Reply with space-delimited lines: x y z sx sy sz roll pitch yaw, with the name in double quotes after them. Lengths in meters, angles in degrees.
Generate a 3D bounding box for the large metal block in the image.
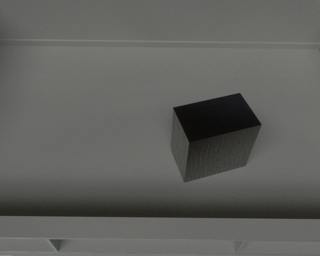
0.060 0.013 0.360 0.081 0.080 0.050 -13 52 -11 "large metal block"
